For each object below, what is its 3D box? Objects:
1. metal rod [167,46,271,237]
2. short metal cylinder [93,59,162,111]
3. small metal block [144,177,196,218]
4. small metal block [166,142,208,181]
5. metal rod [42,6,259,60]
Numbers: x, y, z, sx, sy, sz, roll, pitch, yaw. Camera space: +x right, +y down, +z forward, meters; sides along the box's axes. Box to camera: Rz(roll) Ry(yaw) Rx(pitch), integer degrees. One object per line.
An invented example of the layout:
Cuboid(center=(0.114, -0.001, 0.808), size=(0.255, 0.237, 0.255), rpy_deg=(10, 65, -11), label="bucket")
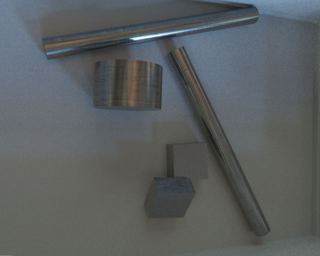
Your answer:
Cuboid(center=(0.088, 0.026, 0.444), size=(0.025, 0.025, 0.299), rpy_deg=(-30, 100, -18), label="metal rod")
Cuboid(center=(-0.038, -0.048, 0.368), size=(0.081, 0.080, 0.050), rpy_deg=(2, 90, -20), label="short metal cylinder")
Cuboid(center=(0.012, 0.091, 0.403), size=(0.050, 0.025, 0.050), rpy_deg=(5, 126, -20), label="small metal block")
Cuboid(center=(0.037, 0.046, 0.426), size=(0.050, 0.025, 0.050), rpy_deg=(-2, 91, -20), label="small metal block")
Cuboid(center=(0.003, -0.130, 0.412), size=(0.302, 0.025, 0.025), rpy_deg=(-16, 96, -20), label="metal rod")
